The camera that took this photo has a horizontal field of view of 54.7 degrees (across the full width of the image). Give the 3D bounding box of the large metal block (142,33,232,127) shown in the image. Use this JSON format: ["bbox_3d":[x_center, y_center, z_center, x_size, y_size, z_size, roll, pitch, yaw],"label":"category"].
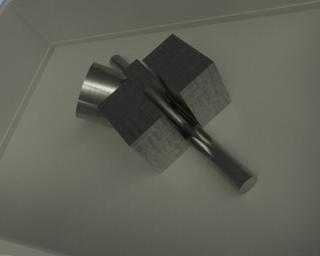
[{"bbox_3d":[0.035,-0.058,0.386,0.050,0.080,0.080,-42,51,-1],"label":"large metal block"}]

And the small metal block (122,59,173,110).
[{"bbox_3d":[-0.015,-0.054,0.398,0.025,0.050,0.050,-42,51,0],"label":"small metal block"}]

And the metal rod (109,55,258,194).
[{"bbox_3d":[0.010,-0.025,0.414,0.025,0.025,0.300,-43,51,-2],"label":"metal rod"}]

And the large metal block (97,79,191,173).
[{"bbox_3d":[-0.019,-0.001,0.379,0.050,0.080,0.080,-43,51,-1],"label":"large metal block"}]

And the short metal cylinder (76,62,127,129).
[{"bbox_3d":[-0.078,-0.045,0.427,0.050,0.080,0.080,18,66,-7],"label":"short metal cylinder"}]
